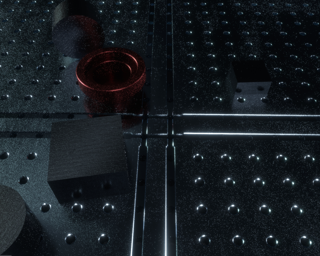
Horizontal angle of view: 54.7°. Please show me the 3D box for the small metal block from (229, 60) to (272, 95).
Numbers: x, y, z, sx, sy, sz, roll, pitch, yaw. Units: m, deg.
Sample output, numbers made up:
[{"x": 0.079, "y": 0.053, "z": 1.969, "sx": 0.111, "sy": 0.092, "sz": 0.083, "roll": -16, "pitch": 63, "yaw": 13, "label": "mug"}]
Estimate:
[{"x": 0.136, "y": -0.078, "z": 0.474, "sx": 0.050, "sy": 0.025, "sz": 0.050, "roll": -2, "pitch": 50, "yaw": -2, "label": "small metal block"}]

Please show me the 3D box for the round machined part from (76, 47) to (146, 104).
[{"x": -0.070, "y": -0.073, "z": 0.457, "sx": 0.099, "sy": 0.042, "sz": 0.098, "roll": 0, "pitch": 50, "yaw": 0, "label": "round machined part"}]

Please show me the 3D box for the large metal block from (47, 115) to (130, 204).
[{"x": -0.081, "y": 0.035, "z": 0.361, "sx": 0.081, "sy": 0.050, "sz": 0.080, "roll": -7, "pitch": 50, "yaw": -6, "label": "large metal block"}]

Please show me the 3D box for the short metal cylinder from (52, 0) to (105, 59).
[{"x": -0.134, "y": -0.161, "z": 0.506, "sx": 0.081, "sy": 0.080, "sz": 0.050, "roll": -10, "pitch": 51, "yaw": -8, "label": "short metal cylinder"}]

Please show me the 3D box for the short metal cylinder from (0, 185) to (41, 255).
[{"x": -0.165, "y": 0.103, "z": 0.304, "sx": 0.081, "sy": 0.050, "sz": 0.080, "roll": 0, "pitch": 50, "yaw": 0, "label": "short metal cylinder"}]
